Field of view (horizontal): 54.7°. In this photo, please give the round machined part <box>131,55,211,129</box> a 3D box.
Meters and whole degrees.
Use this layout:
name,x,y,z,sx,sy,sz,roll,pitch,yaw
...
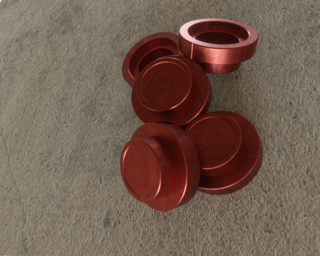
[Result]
name,x,y,z,sx,sy,sz,roll,pitch,yaw
round machined part,0.010,-0.045,0.373,0.098,0.042,0.098,-6,71,17

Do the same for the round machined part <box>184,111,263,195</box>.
name,x,y,z,sx,sy,sz,roll,pitch,yaw
round machined part,0.062,0.022,0.348,0.098,0.042,0.098,-13,56,20

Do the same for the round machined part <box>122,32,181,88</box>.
name,x,y,z,sx,sy,sz,roll,pitch,yaw
round machined part,-0.002,-0.087,0.448,0.098,0.042,0.098,-13,56,20

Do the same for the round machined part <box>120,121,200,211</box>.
name,x,y,z,sx,sy,sz,roll,pitch,yaw
round machined part,-0.007,0.043,0.338,0.098,0.042,0.097,8,101,47

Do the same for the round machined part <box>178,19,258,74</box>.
name,x,y,z,sx,sy,sz,roll,pitch,yaw
round machined part,0.073,-0.104,0.401,0.099,0.042,0.098,0,39,0
